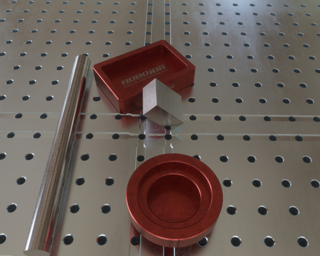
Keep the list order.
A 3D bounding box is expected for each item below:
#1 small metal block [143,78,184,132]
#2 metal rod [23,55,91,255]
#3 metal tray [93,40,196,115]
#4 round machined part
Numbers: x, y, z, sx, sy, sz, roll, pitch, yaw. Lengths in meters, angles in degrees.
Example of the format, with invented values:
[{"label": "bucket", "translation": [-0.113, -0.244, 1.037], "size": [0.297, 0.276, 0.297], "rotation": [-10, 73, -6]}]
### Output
[{"label": "small metal block", "translation": [0.004, -0.031, 0.416], "size": [0.050, 0.025, 0.050], "rotation": [31, 40, -34]}, {"label": "metal rod", "translation": [-0.122, 0.008, 0.399], "size": [0.025, 0.025, 0.300], "rotation": [0, 50, -1]}, {"label": "metal tray", "translation": [-0.023, -0.082, 0.472], "size": [0.131, 0.030, 0.090], "rotation": [-26, 55, -21]}, {"label": "round machined part", "translation": [0.015, 0.079, 0.331], "size": [0.099, 0.042, 0.098], "rotation": [0, 50, 0]}]
